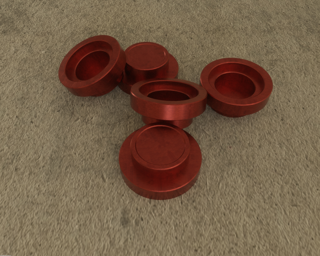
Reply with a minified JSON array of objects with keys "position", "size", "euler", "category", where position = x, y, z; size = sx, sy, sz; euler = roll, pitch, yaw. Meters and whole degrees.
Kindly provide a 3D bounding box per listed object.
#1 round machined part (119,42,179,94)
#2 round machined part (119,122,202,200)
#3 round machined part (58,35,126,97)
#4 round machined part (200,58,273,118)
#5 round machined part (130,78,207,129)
[{"position":[-0.021,-0.095,0.472],"size":[0.099,0.042,0.098],"euler":[0,50,0],"category":"round machined part"},{"position":[0.001,0.031,0.367],"size":[0.099,0.042,0.098],"euler":[0,50,0],"category":"round machined part"},{"position":[-0.093,-0.085,0.450],"size":[0.098,0.042,0.098],"euler":[-11,56,17],"category":"round machined part"},{"position":[0.105,-0.053,0.439],"size":[0.099,0.042,0.098],"euler":[0,50,0],"category":"round machined part"},{"position":[0.011,-0.030,0.406],"size":[0.099,0.042,0.098],"euler":[2,27,-1],"category":"round machined part"}]
